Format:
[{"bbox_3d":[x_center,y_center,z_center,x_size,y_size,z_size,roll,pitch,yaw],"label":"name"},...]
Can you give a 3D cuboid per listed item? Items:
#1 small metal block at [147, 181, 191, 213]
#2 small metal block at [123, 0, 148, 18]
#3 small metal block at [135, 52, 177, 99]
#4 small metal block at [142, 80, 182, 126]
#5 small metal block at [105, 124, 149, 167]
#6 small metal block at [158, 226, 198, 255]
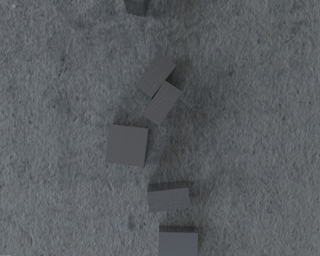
[{"bbox_3d":[0.011,0.087,0.398,0.050,0.050,0.025,-6,90,0],"label":"small metal block"},{"bbox_3d":[-0.027,-0.178,0.397,0.025,0.050,0.050,13,90,0],"label":"small metal block"},{"bbox_3d":[-0.005,-0.064,0.397,0.025,0.050,0.050,37,90,0],"label":"small metal block"},{"bbox_3d":[0.003,-0.030,0.398,0.025,0.050,0.050,34,90,-1],"label":"small metal block"},{"bbox_3d":[-0.043,0.022,0.409,0.050,0.025,0.050,7,90,-1],"label":"small metal block"},{"bbox_3d":[0.023,0.159,0.410,0.050,0.025,0.050,2,90,-1],"label":"small metal block"}]
